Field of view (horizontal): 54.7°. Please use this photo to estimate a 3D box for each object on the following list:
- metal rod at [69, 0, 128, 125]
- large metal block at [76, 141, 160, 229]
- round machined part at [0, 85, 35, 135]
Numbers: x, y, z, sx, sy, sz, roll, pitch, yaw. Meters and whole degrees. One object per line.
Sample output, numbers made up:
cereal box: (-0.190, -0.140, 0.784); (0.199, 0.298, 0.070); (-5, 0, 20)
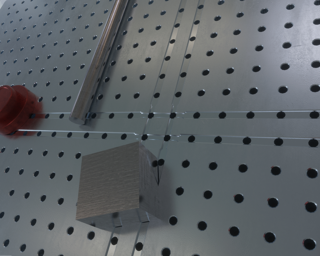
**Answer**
metal rod: (-0.099, -0.143, 0.547); (0.025, 0.025, 0.300); (-1, 61, 28)
large metal block: (-0.049, 0.071, 0.375); (0.080, 0.050, 0.080); (-16, 55, 19)
round machined part: (-0.284, -0.040, 0.571); (0.098, 0.042, 0.098); (-13, 56, 21)
